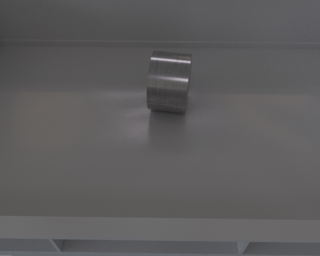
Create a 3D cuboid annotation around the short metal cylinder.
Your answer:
[{"bbox_3d":[0.014,-0.062,0.422,0.050,0.080,0.080,7,50,6],"label":"short metal cylinder"}]
